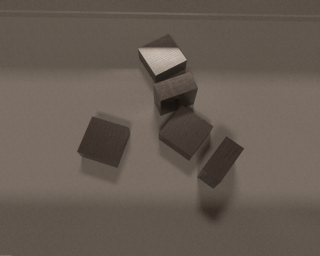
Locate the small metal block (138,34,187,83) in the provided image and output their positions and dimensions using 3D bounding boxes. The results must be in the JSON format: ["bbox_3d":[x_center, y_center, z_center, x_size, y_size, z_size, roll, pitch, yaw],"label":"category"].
[{"bbox_3d":[0.003,-0.099,0.446,0.050,0.025,0.050,-28,73,-10],"label":"small metal block"}]

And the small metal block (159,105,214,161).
[{"bbox_3d":[0.034,0.006,0.408,0.050,0.025,0.050,35,73,11],"label":"small metal block"}]

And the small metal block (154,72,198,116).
[{"bbox_3d":[0.020,-0.044,0.413,0.050,0.050,0.025,-20,72,-7],"label":"small metal block"}]

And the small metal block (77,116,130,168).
[{"bbox_3d":[-0.072,0.018,0.402,0.050,0.025,0.050,17,71,5],"label":"small metal block"}]

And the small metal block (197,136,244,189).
[{"bbox_3d":[0.073,0.044,0.381,0.025,0.050,0.050,36,74,12],"label":"small metal block"}]
